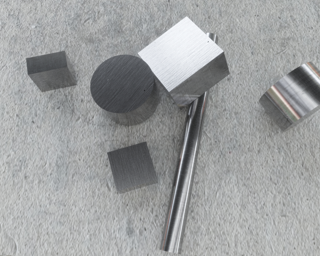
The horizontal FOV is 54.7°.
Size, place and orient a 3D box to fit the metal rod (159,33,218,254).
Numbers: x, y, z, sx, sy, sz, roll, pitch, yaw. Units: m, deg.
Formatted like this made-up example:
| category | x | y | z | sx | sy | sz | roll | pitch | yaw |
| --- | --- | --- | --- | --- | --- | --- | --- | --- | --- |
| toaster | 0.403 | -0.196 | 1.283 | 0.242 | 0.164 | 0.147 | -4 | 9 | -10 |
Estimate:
| category | x | y | z | sx | sy | sz | roll | pitch | yaw |
| --- | --- | --- | --- | --- | --- | --- | --- | --- | --- |
| metal rod | 0.043 | 0.005 | 0.406 | 0.025 | 0.025 | 0.299 | 11 | 70 | 4 |

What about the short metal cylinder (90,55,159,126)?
| category | x | y | z | sx | sy | sz | roll | pitch | yaw |
| --- | --- | --- | --- | --- | --- | --- | --- | --- | --- |
| short metal cylinder | -0.044 | -0.048 | 0.407 | 0.080 | 0.050 | 0.080 | -2 | 72 | 7 |

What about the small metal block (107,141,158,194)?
| category | x | y | z | sx | sy | sz | roll | pitch | yaw |
| --- | --- | --- | --- | --- | --- | --- | --- | --- | --- |
| small metal block | -0.034 | 0.050 | 0.390 | 0.050 | 0.025 | 0.050 | -16 | 71 | -6 |

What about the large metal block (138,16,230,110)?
| category | x | y | z | sx | sy | sz | roll | pitch | yaw |
| --- | --- | --- | --- | --- | --- | --- | --- | --- | --- |
| large metal block | 0.031 | -0.085 | 0.407 | 0.080 | 0.050 | 0.080 | -37 | 59 | 2 |

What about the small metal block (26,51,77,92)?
| category | x | y | z | sx | sy | sz | roll | pitch | yaw |
| --- | --- | --- | --- | --- | --- | --- | --- | --- | --- |
| small metal block | -0.146 | -0.076 | 0.422 | 0.050 | 0.050 | 0.025 | -13 | 71 | -5 |

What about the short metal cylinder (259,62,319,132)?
| category | x | y | z | sx | sy | sz | roll | pitch | yaw |
| --- | --- | --- | --- | --- | --- | --- | --- | --- | --- |
| short metal cylinder | 0.175 | -0.038 | 0.394 | 0.080 | 0.080 | 0.050 | -30 | 73 | -11 |
